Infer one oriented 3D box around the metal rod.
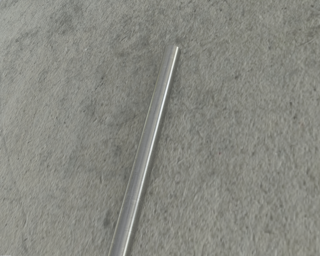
[{"bbox_3d":[-0.014,0.016,0.399,0.025,0.025,0.300,0,62,28],"label":"metal rod"}]
